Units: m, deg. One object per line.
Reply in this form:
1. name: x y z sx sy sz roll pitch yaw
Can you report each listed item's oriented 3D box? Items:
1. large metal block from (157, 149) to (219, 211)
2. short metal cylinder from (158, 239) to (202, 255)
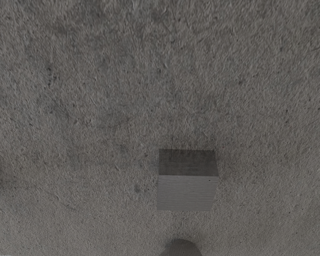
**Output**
1. large metal block: 0.037 0.078 0.458 0.081 0.050 0.079 2 130 -2
2. short metal cylinder: 0.039 0.264 0.597 0.080 0.080 0.050 24 126 -19
